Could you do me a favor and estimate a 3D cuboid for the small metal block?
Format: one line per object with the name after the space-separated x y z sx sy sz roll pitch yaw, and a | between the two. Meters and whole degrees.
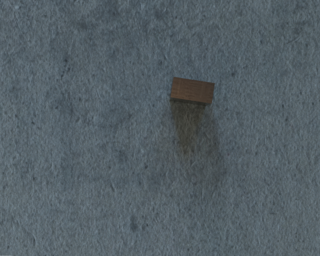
0.039 -0.046 0.398 0.050 0.050 0.025 9 90 0 | small metal block
